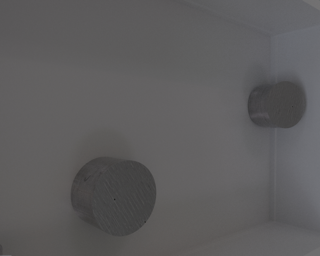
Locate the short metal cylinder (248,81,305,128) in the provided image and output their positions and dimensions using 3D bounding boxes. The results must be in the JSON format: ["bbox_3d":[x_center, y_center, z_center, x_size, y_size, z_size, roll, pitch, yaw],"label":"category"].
[{"bbox_3d":[0.204,-0.040,0.545,0.081,0.050,0.079,0,91,-20],"label":"short metal cylinder"}]

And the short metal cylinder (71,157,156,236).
[{"bbox_3d":[-0.051,0.074,0.347,0.081,0.050,0.080,0,90,-40],"label":"short metal cylinder"}]

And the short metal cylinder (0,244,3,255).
[{"bbox_3d":[-0.164,0.124,0.234,0.081,0.080,0.050,-1,91,-40],"label":"short metal cylinder"}]
